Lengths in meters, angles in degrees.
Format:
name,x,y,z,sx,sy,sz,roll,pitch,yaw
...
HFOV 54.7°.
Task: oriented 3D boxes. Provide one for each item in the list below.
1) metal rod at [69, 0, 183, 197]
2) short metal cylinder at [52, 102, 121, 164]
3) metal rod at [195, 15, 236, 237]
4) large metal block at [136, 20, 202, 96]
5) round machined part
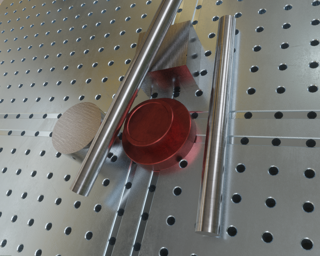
name,x,y,z,sx,sy,sz,roll,pitch,yaw
metal rod,-0.038,-0.055,0.401,0.025,0.025,0.299,20,82,35
short metal cylinder,-0.103,0.010,0.438,0.080,0.050,0.080,-13,56,20
metal rod,0.073,-0.023,0.383,0.025,0.025,0.299,-3,60,26
large metal block,0.012,-0.099,0.446,0.080,0.050,0.080,-7,59,24
round machined part,-0.007,0.001,0.399,0.098,0.042,0.098,-13,56,20
